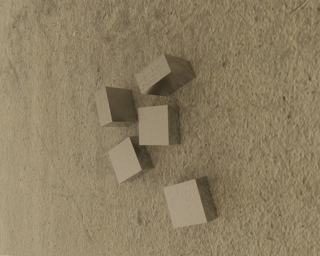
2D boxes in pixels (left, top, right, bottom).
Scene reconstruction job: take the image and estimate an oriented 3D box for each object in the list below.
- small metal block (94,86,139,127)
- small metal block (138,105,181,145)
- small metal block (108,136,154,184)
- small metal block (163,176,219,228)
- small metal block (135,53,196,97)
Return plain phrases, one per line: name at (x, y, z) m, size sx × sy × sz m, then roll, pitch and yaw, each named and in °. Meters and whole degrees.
small metal block at (-0.061, -0.029, 0.439) m, size 0.025 × 0.050 × 0.050 m, roll -21°, pitch 77°, yaw 38°
small metal block at (-0.001, -0.003, 0.406) m, size 0.050 × 0.025 × 0.050 m, roll -3°, pitch 88°, yaw 40°
small metal block at (-0.042, 0.045, 0.440) m, size 0.050 × 0.025 × 0.050 m, roll -35°, pitch 69°, yaw 34°
small metal block at (0.036, 0.090, 0.375) m, size 0.050 × 0.025 × 0.050 m, roll -24°, pitch 75°, yaw 37°
small metal block at (0.007, -0.064, 0.383) m, size 0.050 × 0.050 × 0.025 m, roll -32°, pitch 71°, yaw 35°
